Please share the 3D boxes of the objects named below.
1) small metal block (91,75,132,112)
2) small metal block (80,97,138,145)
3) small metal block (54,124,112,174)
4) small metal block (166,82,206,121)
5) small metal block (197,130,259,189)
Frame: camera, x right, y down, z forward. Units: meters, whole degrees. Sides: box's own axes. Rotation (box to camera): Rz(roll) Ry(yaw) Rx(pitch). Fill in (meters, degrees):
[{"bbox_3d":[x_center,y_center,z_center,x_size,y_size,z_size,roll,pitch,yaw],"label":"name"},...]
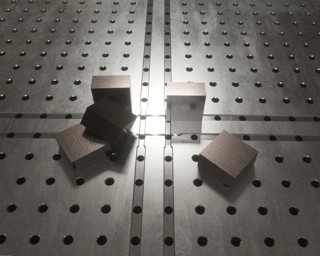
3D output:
[{"bbox_3d":[-0.065,-0.046,0.429,0.050,0.050,0.025,-2,50,-2],"label":"small metal block"},{"bbox_3d":[-0.064,-0.010,0.394,0.050,0.025,0.050,32,27,4],"label":"small metal block"},{"bbox_3d":[-0.096,0.021,0.389,0.050,0.025,0.050,-28,56,-22],"label":"small metal block"},{"bbox_3d":[0.034,-0.035,0.421,0.050,0.050,0.025,1,50,0],"label":"small metal block"},{"bbox_3d":[0.082,0.037,0.378,0.050,0.025,0.050,36,58,26],"label":"small metal block"}]
